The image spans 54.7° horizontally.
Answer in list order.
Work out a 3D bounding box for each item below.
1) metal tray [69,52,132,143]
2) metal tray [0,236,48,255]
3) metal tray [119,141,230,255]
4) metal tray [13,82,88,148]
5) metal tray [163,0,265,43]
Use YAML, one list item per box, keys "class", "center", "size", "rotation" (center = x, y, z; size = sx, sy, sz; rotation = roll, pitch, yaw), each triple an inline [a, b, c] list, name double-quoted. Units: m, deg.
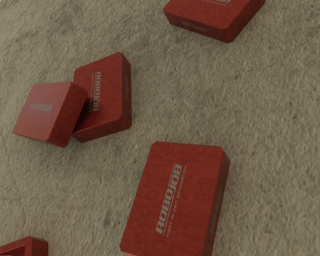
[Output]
- class: "metal tray"
  center: [-0.091, -0.049, 0.476]
  size: [0.090, 0.030, 0.130]
  rotation: [-17, 55, 18]
- class: "metal tray"
  center: [-0.180, 0.206, 0.366]
  size: [0.090, 0.030, 0.130]
  rotation: [-23, 53, 14]
- class: "metal tray"
  center: [0.019, 0.081, 0.340]
  size: [0.090, 0.030, 0.130]
  rotation: [4, 63, 29]
- class: "metal tray"
  center: [-0.172, -0.023, 0.475]
  size: [0.130, 0.030, 0.090]
  rotation: [6, 73, 45]
- class: "metal tray"
  center: [0.079, -0.188, 0.473]
  size: [0.130, 0.030, 0.090]
  rotation: [33, 80, 38]
